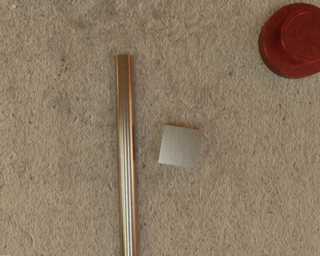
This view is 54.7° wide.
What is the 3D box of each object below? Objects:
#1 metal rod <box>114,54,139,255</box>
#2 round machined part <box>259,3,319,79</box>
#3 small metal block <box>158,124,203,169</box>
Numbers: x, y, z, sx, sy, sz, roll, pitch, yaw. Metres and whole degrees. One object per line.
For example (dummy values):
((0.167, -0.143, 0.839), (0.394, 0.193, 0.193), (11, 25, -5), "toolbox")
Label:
((-0.043, 0.055, 0.409), (0.025, 0.025, 0.298), (-2, 90, -1), "metal rod")
((0.184, -0.115, 0.404), (0.099, 0.042, 0.097), (0, 90, -1), "round machined part")
((0.026, 0.024, 0.410), (0.050, 0.025, 0.050), (9, 90, -1), "small metal block")
